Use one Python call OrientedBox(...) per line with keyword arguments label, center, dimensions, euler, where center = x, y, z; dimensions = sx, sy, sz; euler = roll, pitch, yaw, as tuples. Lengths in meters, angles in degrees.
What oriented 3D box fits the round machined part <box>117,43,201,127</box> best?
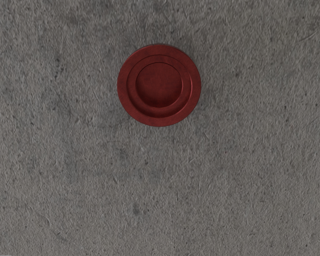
OrientedBox(label="round machined part", center=(-0.001, -0.054, 0.381), dimensions=(0.099, 0.042, 0.097), euler=(0, 110, 0))
